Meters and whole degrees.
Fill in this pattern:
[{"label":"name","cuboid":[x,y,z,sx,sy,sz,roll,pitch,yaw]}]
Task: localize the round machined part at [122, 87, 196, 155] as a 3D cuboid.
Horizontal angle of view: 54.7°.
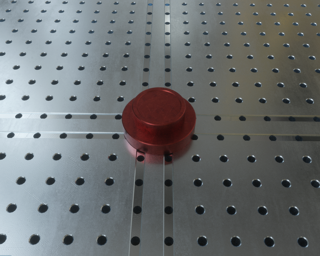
[{"label":"round machined part","cuboid":[-0.001,-0.016,0.410,0.099,0.042,0.098,0,50,0]}]
